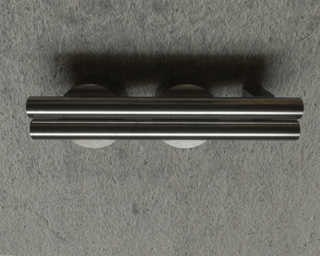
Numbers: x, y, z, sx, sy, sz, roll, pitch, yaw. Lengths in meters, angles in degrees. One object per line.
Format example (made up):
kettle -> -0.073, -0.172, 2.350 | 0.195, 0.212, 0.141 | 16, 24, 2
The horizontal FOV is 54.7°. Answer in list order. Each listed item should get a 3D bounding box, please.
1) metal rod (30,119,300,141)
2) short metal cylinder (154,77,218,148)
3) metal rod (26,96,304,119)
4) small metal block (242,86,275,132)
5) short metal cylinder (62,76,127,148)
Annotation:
metal rod -> 0.006, 0.002, 0.358 | 0.302, 0.025, 0.025 | 0, 110, -1
short metal cylinder -> 0.030, -0.021, 0.391 | 0.081, 0.050, 0.079 | 0, 110, 0
metal rod -> 0.006, -0.023, 0.349 | 0.302, 0.025, 0.025 | 0, 110, -1
small metal block -> 0.121, -0.022, 0.392 | 0.025, 0.050, 0.050 | -2, 110, 0
short metal cylinder -> -0.080, -0.021, 0.388 | 0.081, 0.050, 0.079 | 0, 110, 0
